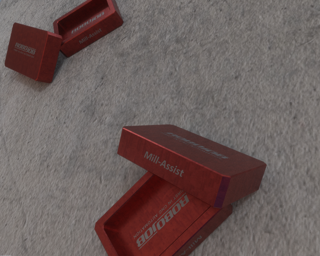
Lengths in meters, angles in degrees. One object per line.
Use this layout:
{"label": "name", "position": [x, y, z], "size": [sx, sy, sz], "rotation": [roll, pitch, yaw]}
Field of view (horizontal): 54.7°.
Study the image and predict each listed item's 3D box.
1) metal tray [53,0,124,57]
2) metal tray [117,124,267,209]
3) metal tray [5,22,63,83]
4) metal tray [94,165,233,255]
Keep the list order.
{"label": "metal tray", "position": [-0.141, -0.202, 0.595], "size": [0.130, 0.030, 0.090], "rotation": [-28, 52, 10]}
{"label": "metal tray", "position": [0.031, 0.031, 0.324], "size": [0.130, 0.091, 0.030], "rotation": [23, 106, 36]}
{"label": "metal tray", "position": [-0.244, -0.145, 0.591], "size": [0.130, 0.030, 0.089], "rotation": [24, 101, 36]}
{"label": "metal tray", "position": [0.000, 0.097, 0.332], "size": [0.130, 0.030, 0.090], "rotation": [-45, 52, 2]}
